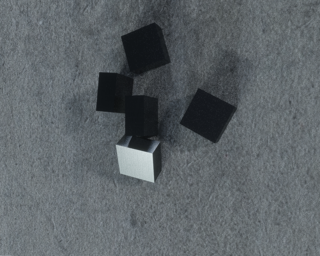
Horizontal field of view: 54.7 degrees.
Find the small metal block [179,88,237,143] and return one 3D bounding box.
[{"bbox_3d":[0.061,-0.015,0.387,0.050,0.025,0.050,30,100,17],"label":"small metal block"}]

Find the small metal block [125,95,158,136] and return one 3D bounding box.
[{"bbox_3d":[-0.023,-0.015,0.403,0.025,0.050,0.050,0,90,20],"label":"small metal block"}]

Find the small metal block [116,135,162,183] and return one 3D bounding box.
[{"bbox_3d":[-0.027,0.039,0.405,0.050,0.025,0.050,12,128,19],"label":"small metal block"}]

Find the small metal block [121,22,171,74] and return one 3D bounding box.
[{"bbox_3d":[-0.019,-0.105,0.415,0.050,0.025,0.050,-17,85,19],"label":"small metal block"}]

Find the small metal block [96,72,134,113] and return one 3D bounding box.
[{"bbox_3d":[-0.060,-0.046,0.416,0.025,0.050,0.050,6,92,20],"label":"small metal block"}]
